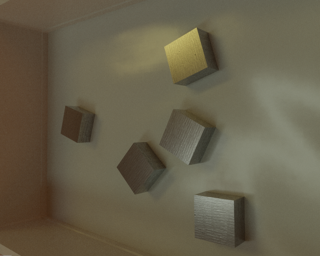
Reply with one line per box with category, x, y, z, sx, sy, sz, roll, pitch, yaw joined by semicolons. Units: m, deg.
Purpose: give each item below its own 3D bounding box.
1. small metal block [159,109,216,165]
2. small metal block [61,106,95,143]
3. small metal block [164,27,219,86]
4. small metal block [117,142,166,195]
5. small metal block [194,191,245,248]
small metal block;0.033;0.010;0.380;0.050;0.025;0.050;33;111;35
small metal block;-0.139;-0.007;0.522;0.050;0.025;0.050;22;104;38
small metal block;0.037;-0.085;0.376;0.050;0.025;0.050;-22;76;38
small metal block;-0.027;0.055;0.429;0.050;0.025;0.050;51;120;28
small metal block;0.067;0.102;0.351;0.050;0.025;0.050;-1;89;40
